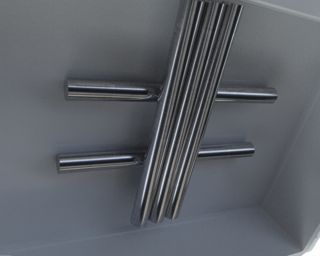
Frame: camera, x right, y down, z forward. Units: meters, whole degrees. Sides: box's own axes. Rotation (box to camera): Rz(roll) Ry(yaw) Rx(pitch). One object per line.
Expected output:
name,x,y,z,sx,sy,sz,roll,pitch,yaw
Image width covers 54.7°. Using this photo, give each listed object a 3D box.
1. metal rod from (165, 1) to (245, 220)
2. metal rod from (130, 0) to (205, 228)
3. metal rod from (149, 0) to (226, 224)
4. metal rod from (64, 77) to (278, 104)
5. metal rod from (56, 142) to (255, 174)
metal rod,0.047,-0.003,0.397,0.025,0.025,0.298,-1,119,-28
metal rod,0.002,0.001,0.375,0.025,0.025,0.298,-1,119,-28
metal rod,0.025,-0.001,0.386,0.025,0.025,0.298,-1,119,-28
metal rod,0.034,-0.045,0.398,0.303,0.025,0.025,-2,119,-28
metal rod,0.013,0.039,0.438,0.303,0.025,0.025,-2,119,-28
